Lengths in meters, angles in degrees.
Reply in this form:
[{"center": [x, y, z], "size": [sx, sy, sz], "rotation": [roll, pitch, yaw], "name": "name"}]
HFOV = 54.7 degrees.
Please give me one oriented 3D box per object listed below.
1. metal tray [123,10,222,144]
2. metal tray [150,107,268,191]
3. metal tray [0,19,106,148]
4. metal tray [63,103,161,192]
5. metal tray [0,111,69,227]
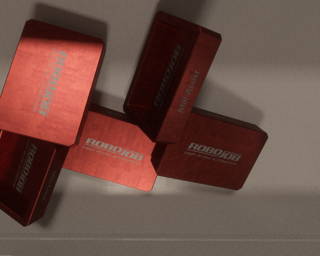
[{"center": [0.007, -0.058, 0.354], "size": [0.030, 0.090, 0.129], "rotation": [8, 113, -37], "name": "metal tray"}, {"center": [0.064, 0.027, 0.401], "size": [0.131, 0.030, 0.089], "rotation": [14, 109, -22], "name": "metal tray"}, {"center": [-0.124, -0.050, 0.358], "size": [0.091, 0.030, 0.129], "rotation": [15, 81, -6], "name": "metal tray"}, {"center": [-0.060, 0.026, 0.417], "size": [0.131, 0.030, 0.089], "rotation": [18, 109, -7], "name": "metal tray"}, {"center": [-0.180, 0.052, 0.407], "size": [0.090, 0.030, 0.129], "rotation": [30, 109, 13], "name": "metal tray"}]
